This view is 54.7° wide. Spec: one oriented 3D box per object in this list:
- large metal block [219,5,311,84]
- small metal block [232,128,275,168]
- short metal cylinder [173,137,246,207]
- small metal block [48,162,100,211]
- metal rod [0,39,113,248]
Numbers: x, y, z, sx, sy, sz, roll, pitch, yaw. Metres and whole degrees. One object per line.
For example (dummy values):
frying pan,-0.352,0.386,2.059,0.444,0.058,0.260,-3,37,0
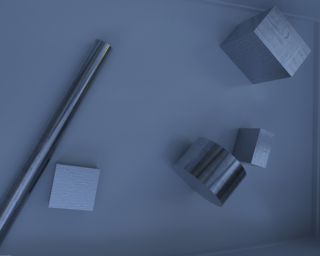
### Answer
large metal block,0.146,-0.112,0.437,0.080,0.080,0.050,43,76,-15
small metal block,0.133,0.028,0.448,0.025,0.050,0.050,19,84,-19
short metal cylinder,0.064,0.057,0.407,0.080,0.080,0.050,46,76,-15
small metal block,-0.103,0.070,0.373,0.050,0.025,0.050,11,86,-20
metal rod,-0.137,0.028,0.360,0.025,0.025,0.299,30,80,-18
